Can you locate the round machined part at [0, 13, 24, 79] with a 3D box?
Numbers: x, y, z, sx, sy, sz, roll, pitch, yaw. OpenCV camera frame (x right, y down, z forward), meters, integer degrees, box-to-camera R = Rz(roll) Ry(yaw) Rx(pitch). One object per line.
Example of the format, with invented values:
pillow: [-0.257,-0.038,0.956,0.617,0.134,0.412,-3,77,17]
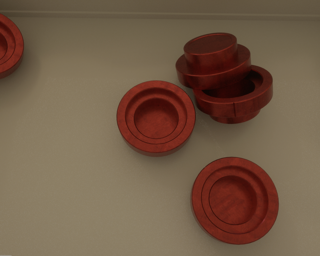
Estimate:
round machined part: [-0.242,-0.110,0.427,0.099,0.042,0.098,7,73,-23]

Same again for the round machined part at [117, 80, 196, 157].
round machined part: [-0.005,-0.009,0.404,0.099,0.042,0.098,0,70,0]

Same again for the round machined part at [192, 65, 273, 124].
round machined part: [0.094,-0.041,0.400,0.098,0.042,0.098,-10,35,8]

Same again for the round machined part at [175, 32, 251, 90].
round machined part: [0.068,-0.093,0.409,0.098,0.042,0.098,-10,35,8]

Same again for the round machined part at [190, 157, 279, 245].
round machined part: [0.085,0.087,0.369,0.099,0.042,0.098,0,70,0]
